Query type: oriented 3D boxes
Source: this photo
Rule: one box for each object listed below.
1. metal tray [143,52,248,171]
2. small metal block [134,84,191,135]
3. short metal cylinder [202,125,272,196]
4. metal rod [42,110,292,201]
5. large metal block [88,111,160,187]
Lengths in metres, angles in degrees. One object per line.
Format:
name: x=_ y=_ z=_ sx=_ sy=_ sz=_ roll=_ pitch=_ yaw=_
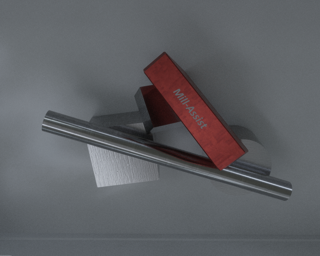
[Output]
metal tray: x=0.043 y=-0.017 z=0.343 sx=0.030 sy=0.090 sz=0.130 roll=-39 pitch=76 yaw=12
small metal block: x=0.003 y=-0.024 z=0.365 sx=0.050 sy=0.025 sz=0.050 roll=-13 pitch=76 yaw=-24
short metal cylinder: x=0.100 y=0.042 z=0.413 sx=0.081 sy=0.050 sz=0.079 roll=0 pitch=110 yaw=-1
metal rod: x=0.014 y=0.035 z=0.369 sx=0.302 sy=0.025 sz=0.025 roll=17 pitch=109 yaw=-7
large metal block: x=-0.046 y=0.026 z=0.406 sx=0.080 sy=0.050 sz=0.079 roll=-7 pitch=110 yaw=2
